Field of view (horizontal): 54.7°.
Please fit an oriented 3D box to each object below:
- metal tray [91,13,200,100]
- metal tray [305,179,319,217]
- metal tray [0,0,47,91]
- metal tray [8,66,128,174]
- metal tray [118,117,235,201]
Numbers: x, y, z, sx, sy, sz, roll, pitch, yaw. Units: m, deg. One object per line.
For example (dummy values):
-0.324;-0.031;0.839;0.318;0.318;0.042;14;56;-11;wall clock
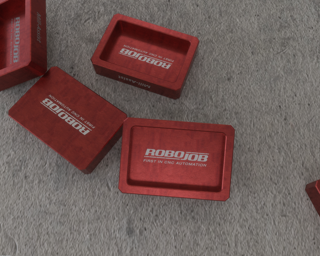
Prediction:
-0.020;-0.103;0.442;0.131;0.030;0.090;19;71;6;metal tray
0.248;0.111;0.367;0.091;0.030;0.130;-20;71;-7;metal tray
-0.204;-0.124;0.431;0.090;0.030;0.130;-16;69;18;metal tray
-0.118;-0.012;0.409;0.130;0.030;0.090;34;73;11;metal tray
0.020;0.036;0.376;0.131;0.030;0.089;4;90;1;metal tray
